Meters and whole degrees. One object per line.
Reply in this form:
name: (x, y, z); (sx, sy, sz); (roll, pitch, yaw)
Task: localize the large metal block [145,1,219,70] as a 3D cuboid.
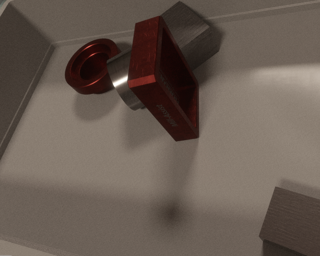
large metal block: (0.024, -0.124, 0.449); (0.080, 0.050, 0.080); (-37, 54, 3)

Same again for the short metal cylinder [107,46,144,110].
short metal cylinder: (-0.030, -0.071, 0.428); (0.050, 0.080, 0.080); (-26, 53, 13)

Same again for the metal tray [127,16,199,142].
metal tray: (0.011, -0.052, 0.363); (0.030, 0.130, 0.090); (-10, 58, 23)

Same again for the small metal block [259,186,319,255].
small metal block: (0.126, 0.088, 0.285); (0.050, 0.025, 0.050); (14, 69, 33)

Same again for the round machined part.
round machined part: (-0.101, -0.094, 0.504); (0.098, 0.042, 0.098); (-13, 56, 20)
